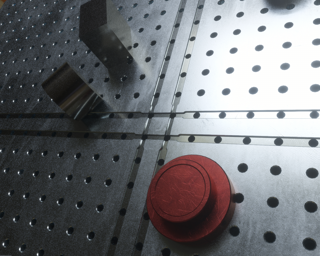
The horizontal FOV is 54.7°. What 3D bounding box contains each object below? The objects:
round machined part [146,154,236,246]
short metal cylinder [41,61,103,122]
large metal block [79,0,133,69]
[{"bbox_3d":[0.029,0.073,0.337,0.098,0.042,0.098,-13,56,21],"label":"round machined part"},{"bbox_3d":[-0.133,-0.056,0.477,0.050,0.080,0.080,-43,51,-1],"label":"short metal cylinder"},{"bbox_3d":[-0.089,-0.161,0.518,0.050,0.080,0.080,-20,54,17],"label":"large metal block"}]
